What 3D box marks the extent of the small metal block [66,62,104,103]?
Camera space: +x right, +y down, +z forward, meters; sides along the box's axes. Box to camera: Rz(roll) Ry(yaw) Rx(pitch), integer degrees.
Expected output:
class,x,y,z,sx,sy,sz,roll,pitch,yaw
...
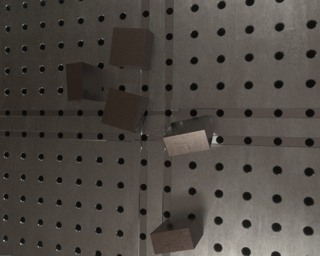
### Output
class,x,y,z,sx,sy,sz,roll,pitch,yaw
small metal block,-0.105,-0.062,0.435,0.025,0.050,0.050,-4,89,20

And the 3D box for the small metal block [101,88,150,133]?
class,x,y,z,sx,sy,sz,roll,pitch,yaw
small metal block,-0.048,-0.025,0.428,0.050,0.025,0.050,17,95,18

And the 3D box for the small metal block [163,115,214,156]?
class,x,y,z,sx,sy,sz,roll,pitch,yaw
small metal block,0.037,0.009,0.383,0.050,0.050,0.025,-12,109,19

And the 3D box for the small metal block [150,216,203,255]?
class,x,y,z,sx,sy,sz,roll,pitch,yaw
small metal block,0.022,0.135,0.391,0.050,0.050,0.025,-16,85,19

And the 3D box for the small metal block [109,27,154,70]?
class,x,y,z,sx,sy,sz,roll,pitch,yaw
small metal block,-0.039,-0.109,0.425,0.050,0.025,0.050,8,93,19
